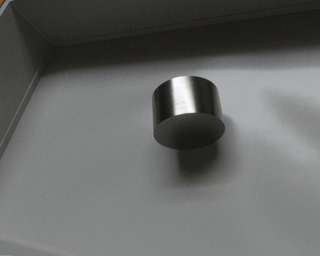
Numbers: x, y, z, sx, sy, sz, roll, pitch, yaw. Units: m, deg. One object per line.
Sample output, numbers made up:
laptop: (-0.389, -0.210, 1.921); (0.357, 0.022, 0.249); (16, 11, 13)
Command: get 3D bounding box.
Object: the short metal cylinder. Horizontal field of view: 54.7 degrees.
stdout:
short metal cylinder: (0.032, -0.015, 0.362); (0.080, 0.080, 0.050); (-16, 56, 19)
